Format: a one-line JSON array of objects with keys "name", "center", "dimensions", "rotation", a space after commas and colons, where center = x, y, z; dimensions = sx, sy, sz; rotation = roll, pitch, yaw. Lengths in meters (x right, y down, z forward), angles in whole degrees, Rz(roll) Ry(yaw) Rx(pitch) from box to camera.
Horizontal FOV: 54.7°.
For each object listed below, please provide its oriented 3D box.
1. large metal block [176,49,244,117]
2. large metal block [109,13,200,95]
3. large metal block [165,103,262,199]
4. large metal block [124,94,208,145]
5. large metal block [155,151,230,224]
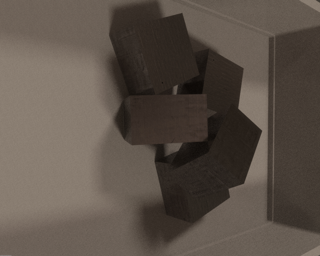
[{"name": "large metal block", "center": [0.073, -0.060, 0.454], "dimensions": [0.081, 0.050, 0.080], "rotation": [16, 80, -39]}, {"name": "large metal block", "center": [-0.005, -0.090, 0.388], "dimensions": [0.081, 0.050, 0.080], "rotation": [-29, 109, -36]}, {"name": "large metal block", "center": [0.063, 0.029, 0.363], "dimensions": [0.050, 0.080, 0.080], "rotation": [41, 52, -10]}, {"name": "large metal block", "center": [0.002, -0.010, 0.356], "dimensions": [0.081, 0.080, 0.050], "rotation": [-2, 92, -12]}, {"name": "large metal block", "center": [0.047, 0.073, 0.432], "dimensions": [0.081, 0.050, 0.079], "rotation": [-21, 103, -38]}]
